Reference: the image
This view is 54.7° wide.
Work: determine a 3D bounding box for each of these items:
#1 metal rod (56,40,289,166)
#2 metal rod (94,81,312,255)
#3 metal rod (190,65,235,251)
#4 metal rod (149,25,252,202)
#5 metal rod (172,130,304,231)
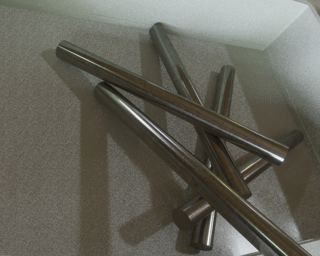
[{"bbox_3d":[0.005,-0.035,0.372,0.301,0.025,0.025,27,50,11],"label":"metal rod"},{"bbox_3d":[0.019,0.031,0.312,0.025,0.025,0.300,-20,45,-35],"label":"metal rod"},{"bbox_3d":[0.081,0.018,0.437,0.025,0.025,0.300,26,53,-12],"label":"metal rod"},{"bbox_3d":[0.041,-0.040,0.416,0.025,0.025,0.299,-1,51,-29],"label":"metal rod"},{"bbox_3d":[0.125,0.054,0.417,0.302,0.025,0.025,-21,73,-43],"label":"metal rod"}]
